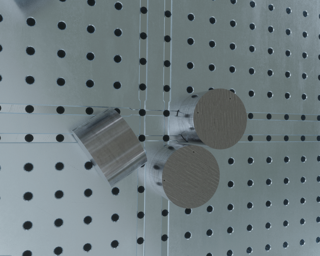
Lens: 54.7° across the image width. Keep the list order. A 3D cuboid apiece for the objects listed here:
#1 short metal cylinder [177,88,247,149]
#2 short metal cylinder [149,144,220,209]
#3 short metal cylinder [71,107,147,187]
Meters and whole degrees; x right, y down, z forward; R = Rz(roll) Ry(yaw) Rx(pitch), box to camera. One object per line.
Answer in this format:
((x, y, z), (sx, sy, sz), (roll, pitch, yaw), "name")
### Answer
((0.071, -0.012, 0.427), (0.081, 0.050, 0.079), (0, 90, -21), "short metal cylinder")
((0.031, 0.061, 0.412), (0.081, 0.050, 0.079), (0, 90, -21), "short metal cylinder")
((-0.059, 0.022, 0.362), (0.050, 0.080, 0.080), (-35, 102, -17), "short metal cylinder")
